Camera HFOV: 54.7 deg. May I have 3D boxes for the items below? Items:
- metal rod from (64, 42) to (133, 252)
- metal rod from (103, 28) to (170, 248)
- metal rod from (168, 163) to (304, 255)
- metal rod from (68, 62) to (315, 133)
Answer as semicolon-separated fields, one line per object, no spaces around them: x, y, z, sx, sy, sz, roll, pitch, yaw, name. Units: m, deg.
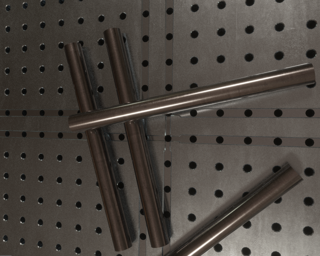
-0.089;0.023;0.442;0.025;0.025;0.298;-17;84;19;metal rod
-0.033;0.010;0.423;0.025;0.025;0.298;-15;85;19;metal rod
0.050;0.148;0.394;0.299;0.025;0.025;-43;77;14;metal rod
0.028;-0.034;0.384;0.301;0.025;0.025;-11;86;12;metal rod
